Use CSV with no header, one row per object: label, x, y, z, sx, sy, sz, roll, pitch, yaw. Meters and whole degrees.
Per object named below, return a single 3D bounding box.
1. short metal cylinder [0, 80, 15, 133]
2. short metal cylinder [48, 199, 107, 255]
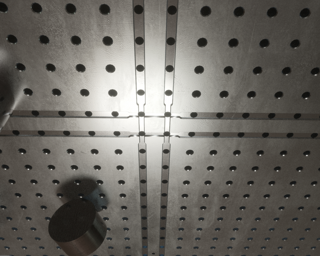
short metal cylinder,-0.226,-0.023,0.372,0.081,0.050,0.079,-1,130,0
short metal cylinder,-0.135,0.165,0.515,0.080,0.080,0.050,-11,129,8
